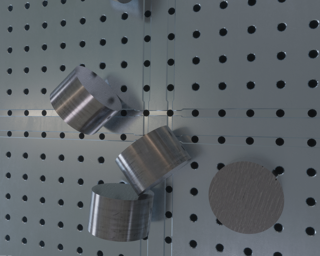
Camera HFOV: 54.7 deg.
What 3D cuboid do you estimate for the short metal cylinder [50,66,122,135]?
[{"bbox_3d":[-0.099,-0.037,0.418,0.050,0.080,0.080,-42,77,15],"label":"short metal cylinder"}]

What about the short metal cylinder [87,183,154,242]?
[{"bbox_3d":[-0.050,0.106,0.401,0.080,0.080,0.050,8,93,20],"label":"short metal cylinder"}]

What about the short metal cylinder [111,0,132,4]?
[{"bbox_3d":[-0.062,-0.211,0.405,0.050,0.080,0.080,23,98,18],"label":"short metal cylinder"}]

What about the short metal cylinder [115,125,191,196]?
[{"bbox_3d":[-0.008,0.041,0.386,0.080,0.080,0.050,-39,78,16],"label":"short metal cylinder"}]

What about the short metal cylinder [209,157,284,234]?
[{"bbox_3d":[0.102,0.076,0.363,0.080,0.050,0.079,0,90,20],"label":"short metal cylinder"}]
